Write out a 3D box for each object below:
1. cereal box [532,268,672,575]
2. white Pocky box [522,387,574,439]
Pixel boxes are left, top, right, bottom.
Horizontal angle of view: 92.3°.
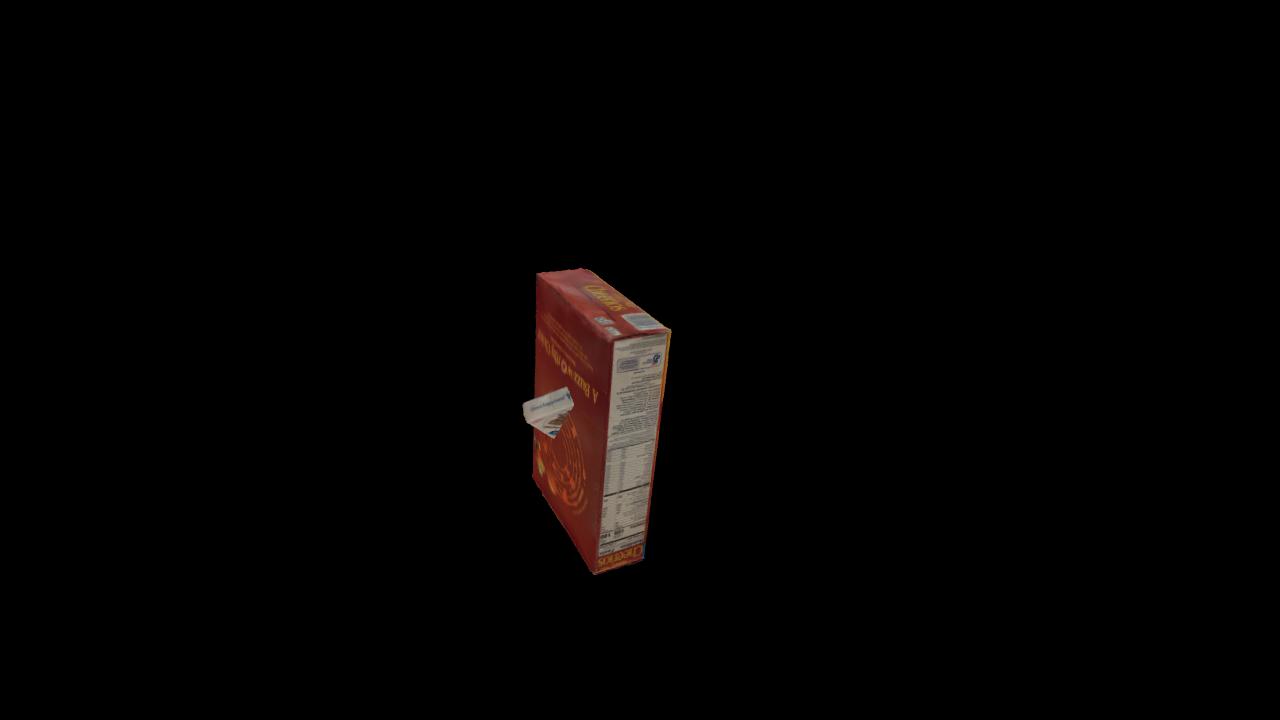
[{"bbox_3d":[-0.058,0.068,0.729,0.081,0.306,0.203,-10,30,-28],"label":"cereal box"},{"bbox_3d":[-0.069,0.070,0.736,0.084,0.028,0.154,-22,-25,8],"label":"white Pocky box"}]
